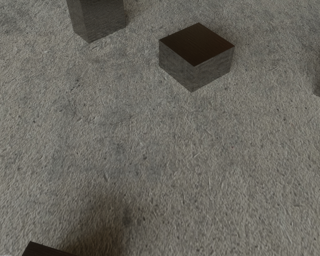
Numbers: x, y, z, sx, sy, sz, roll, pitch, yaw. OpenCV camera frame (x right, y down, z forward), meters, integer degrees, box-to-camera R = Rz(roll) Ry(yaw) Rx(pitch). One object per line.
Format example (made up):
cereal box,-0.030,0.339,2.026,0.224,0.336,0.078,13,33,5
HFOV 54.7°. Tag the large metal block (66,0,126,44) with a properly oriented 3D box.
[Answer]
large metal block,-0.111,-0.207,0.541,0.080,0.080,0.050,-34,58,-25

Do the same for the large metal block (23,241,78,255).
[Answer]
large metal block,-0.086,0.152,0.258,0.080,0.050,0.080,13,51,10

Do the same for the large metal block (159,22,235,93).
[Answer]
large metal block,0.055,-0.111,0.481,0.081,0.050,0.080,-30,56,-23

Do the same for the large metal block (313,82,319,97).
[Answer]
large metal block,0.287,-0.068,0.446,0.080,0.050,0.080,36,59,26
